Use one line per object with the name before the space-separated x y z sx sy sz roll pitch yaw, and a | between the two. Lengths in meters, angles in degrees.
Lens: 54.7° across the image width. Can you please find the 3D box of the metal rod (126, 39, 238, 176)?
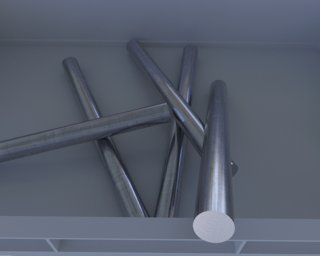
metal rod | 0.011 -0.046 0.416 0.025 0.025 0.300 -17 44 -14

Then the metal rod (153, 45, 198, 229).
metal rod | 0.028 -0.014 0.417 0.025 0.025 0.300 7 50 5

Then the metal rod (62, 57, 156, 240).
metal rod | -0.079 0.003 0.401 0.025 0.025 0.300 -19 53 -16

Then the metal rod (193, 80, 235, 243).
metal rod | 0.060 0.000 0.324 0.025 0.025 0.301 9 25 7

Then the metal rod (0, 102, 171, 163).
metal rod | -0.136 0.016 0.366 0.302 0.025 0.025 -14 51 -3
